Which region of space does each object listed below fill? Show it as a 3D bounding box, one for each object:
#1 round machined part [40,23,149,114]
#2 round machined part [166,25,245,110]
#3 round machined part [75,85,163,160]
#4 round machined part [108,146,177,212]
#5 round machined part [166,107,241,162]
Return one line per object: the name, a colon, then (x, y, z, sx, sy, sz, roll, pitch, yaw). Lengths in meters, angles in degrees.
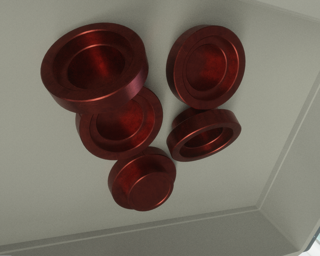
round machined part: (-0.059, -0.053, 0.302, 0.098, 0.098, 0.042, -30, 149, -10)
round machined part: (0.051, -0.074, 0.375, 0.099, 0.042, 0.097, -10, 114, -23)
round machined part: (-0.050, -0.014, 0.363, 0.099, 0.042, 0.097, -14, 125, -21)
round machined part: (-0.020, 0.078, 0.437, 0.099, 0.042, 0.097, -14, 125, -21)
round machined part: (0.054, 0.003, 0.415, 0.099, 0.042, 0.098, -16, 152, -9)
